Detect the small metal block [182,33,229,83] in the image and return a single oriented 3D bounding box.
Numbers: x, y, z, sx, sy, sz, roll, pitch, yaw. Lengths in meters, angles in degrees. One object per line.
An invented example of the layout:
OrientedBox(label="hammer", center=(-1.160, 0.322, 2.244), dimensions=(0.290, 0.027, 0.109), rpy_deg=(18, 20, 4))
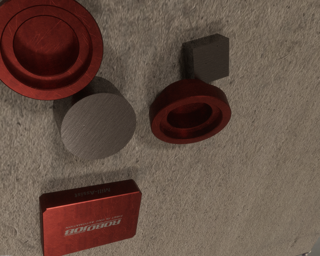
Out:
OrientedBox(label="small metal block", center=(0.058, -0.085, 0.388), dimensions=(0.050, 0.025, 0.050), rpy_deg=(-20, 126, -17))

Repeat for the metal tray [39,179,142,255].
OrientedBox(label="metal tray", center=(-0.095, 0.124, 0.430), dimensions=(0.131, 0.030, 0.089), rpy_deg=(-5, 121, -26))

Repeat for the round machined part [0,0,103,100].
OrientedBox(label="round machined part", center=(-0.107, -0.078, 0.290), dimensions=(0.099, 0.042, 0.097), rpy_deg=(-14, 125, -21))

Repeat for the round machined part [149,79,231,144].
OrientedBox(label="round machined part", center=(0.035, -0.023, 0.385), dimensions=(0.099, 0.042, 0.098), rpy_deg=(-7, 146, -5))

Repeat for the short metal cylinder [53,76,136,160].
OrientedBox(label="short metal cylinder", center=(-0.073, -0.012, 0.344), dimensions=(0.081, 0.050, 0.079), rpy_deg=(-14, 125, -21))
